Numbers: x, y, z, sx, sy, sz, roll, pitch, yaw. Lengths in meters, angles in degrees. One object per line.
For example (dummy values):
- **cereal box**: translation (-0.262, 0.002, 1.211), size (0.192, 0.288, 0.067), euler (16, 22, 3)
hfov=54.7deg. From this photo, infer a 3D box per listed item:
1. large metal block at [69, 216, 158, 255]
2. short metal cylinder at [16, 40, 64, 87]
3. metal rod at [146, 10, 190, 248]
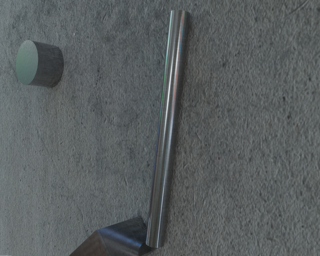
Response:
- **large metal block**: translation (-0.065, 0.170, 0.423), size (0.080, 0.081, 0.050), euler (-47, 62, 30)
- **short metal cylinder**: translation (-0.222, -0.117, 0.572), size (0.080, 0.050, 0.080), euler (0, 90, 40)
- **metal rod**: translation (0.009, 0.005, 0.397), size (0.025, 0.025, 0.298), euler (10, 97, 39)
